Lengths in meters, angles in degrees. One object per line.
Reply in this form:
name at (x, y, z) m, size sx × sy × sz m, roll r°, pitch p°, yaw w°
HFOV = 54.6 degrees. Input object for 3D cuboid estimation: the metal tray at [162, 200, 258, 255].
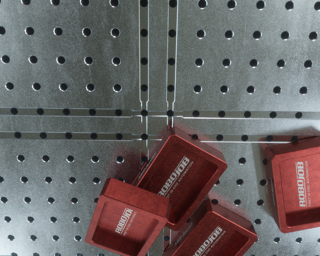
metal tray at (0.074, 0.184, 0.478) m, size 0.090 × 0.030 × 0.129 m, roll 31°, pitch 107°, yaw -11°

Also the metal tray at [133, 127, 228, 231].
metal tray at (0.021, 0.074, 0.438) m, size 0.090 × 0.030 × 0.129 m, roll 29°, pitch 107°, yaw -11°

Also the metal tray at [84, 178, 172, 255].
metal tray at (-0.048, 0.131, 0.430) m, size 0.090 × 0.030 × 0.129 m, roll 21°, pitch 131°, yaw -4°

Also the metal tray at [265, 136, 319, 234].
metal tray at (0.206, 0.082, 0.442) m, size 0.090 × 0.030 × 0.129 m, roll -13°, pitch 110°, yaw 4°
